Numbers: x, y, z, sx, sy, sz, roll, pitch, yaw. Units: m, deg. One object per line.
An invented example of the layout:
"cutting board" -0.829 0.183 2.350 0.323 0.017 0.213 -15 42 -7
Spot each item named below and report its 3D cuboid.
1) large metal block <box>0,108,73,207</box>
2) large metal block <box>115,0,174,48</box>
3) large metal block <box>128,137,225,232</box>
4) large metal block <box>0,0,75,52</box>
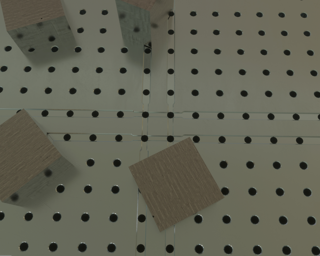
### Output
"large metal block" -0.171 0.037 0.384 0.080 0.050 0.080 -40 75 -13
"large metal block" -0.019 -0.179 0.448 0.050 0.080 0.080 24 72 8
"large metal block" 0.018 0.069 0.373 0.080 0.050 0.080 -26 72 -9
"large metal block" -0.182 -0.170 0.460 0.080 0.050 0.080 -18 71 -7
